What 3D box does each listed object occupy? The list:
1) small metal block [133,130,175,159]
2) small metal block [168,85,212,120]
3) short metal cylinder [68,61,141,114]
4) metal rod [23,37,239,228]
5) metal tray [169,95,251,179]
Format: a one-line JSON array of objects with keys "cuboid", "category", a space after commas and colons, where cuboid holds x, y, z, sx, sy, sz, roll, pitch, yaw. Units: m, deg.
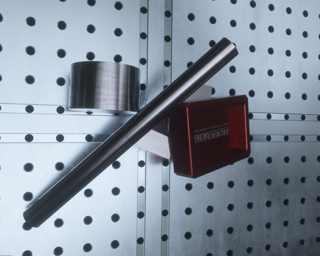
[{"cuboid": [-0.015, 0.017, 0.395, 0.050, 0.050, 0.025, 24, 82, -19], "category": "small metal block"}, {"cuboid": [0.042, -0.036, 0.429, 0.050, 0.025, 0.050, 7, 88, -20], "category": "small metal block"}, {"cuboid": [-0.063, -0.044, 0.361, 0.081, 0.080, 0.050, 3, 89, -20], "category": "short metal cylinder"}, {"cuboid": [-0.036, 0.008, 0.350, 0.300, 0.025, 0.025, -41, 104, 4], "category": "metal rod"}, {"cuboid": [0.070, 0.006, 0.407, 0.131, 0.030, 0.089, -12, 100, -43], "category": "metal tray"}]
